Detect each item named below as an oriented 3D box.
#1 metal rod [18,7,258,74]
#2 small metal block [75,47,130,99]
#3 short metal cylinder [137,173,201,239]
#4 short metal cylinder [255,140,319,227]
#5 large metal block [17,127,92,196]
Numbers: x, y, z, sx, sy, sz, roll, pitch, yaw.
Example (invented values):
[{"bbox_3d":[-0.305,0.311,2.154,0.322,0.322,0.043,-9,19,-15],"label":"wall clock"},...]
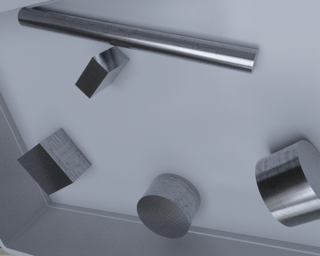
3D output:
[{"bbox_3d":[-0.041,-0.107,0.362,0.301,0.025,0.025,16,125,18],"label":"metal rod"},{"bbox_3d":[-0.071,-0.070,0.385,0.025,0.050,0.050,44,129,-3],"label":"small metal block"},{"bbox_3d":[0.013,0.114,0.455,0.080,0.050,0.079,13,124,20],"label":"short metal cylinder"},{"bbox_3d":[0.148,0.059,0.331,0.080,0.080,0.050,49,128,-7],"label":"short metal cylinder"},{"bbox_3d":[-0.176,0.057,0.518,0.080,0.050,0.080,-29,103,37],"label":"large metal block"}]
